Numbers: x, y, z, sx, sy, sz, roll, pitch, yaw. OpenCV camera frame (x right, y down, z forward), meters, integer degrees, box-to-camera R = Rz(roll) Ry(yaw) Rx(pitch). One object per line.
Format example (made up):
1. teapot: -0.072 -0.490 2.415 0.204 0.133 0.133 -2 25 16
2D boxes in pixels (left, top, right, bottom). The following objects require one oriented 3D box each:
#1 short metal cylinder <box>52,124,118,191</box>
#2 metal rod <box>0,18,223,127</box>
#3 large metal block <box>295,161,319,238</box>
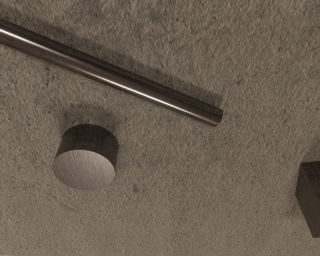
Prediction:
1. short metal cylinder: -0.100 0.041 0.424 0.081 0.050 0.079 0 130 0
2. metal rod: -0.062 -0.062 0.353 0.302 0.025 0.025 20 127 -17
3. large metal block: 0.247 0.106 0.465 0.050 0.080 0.080 -8 130 6
